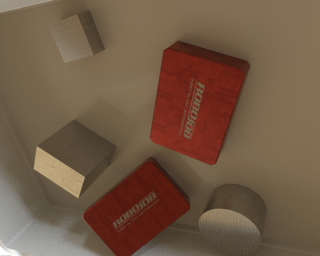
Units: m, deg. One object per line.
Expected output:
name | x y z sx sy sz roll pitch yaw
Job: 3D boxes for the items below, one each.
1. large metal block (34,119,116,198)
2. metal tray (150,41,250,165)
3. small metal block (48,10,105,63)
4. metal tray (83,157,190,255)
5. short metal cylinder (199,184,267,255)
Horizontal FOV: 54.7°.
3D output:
large metal block | -0.126 0.044 0.464 0.080 0.080 0.050 31 128 8
metal tray | 0.042 -0.027 0.366 0.090 0.030 0.129 21 126 15
small metal block | -0.105 -0.115 0.391 0.050 0.025 0.050 -5 116 30
metal tray | -0.033 0.116 0.449 0.130 0.030 0.090 -40 93 6
short metal cylinder | 0.098 0.122 0.416 0.080 0.050 0.079 13 124 20
